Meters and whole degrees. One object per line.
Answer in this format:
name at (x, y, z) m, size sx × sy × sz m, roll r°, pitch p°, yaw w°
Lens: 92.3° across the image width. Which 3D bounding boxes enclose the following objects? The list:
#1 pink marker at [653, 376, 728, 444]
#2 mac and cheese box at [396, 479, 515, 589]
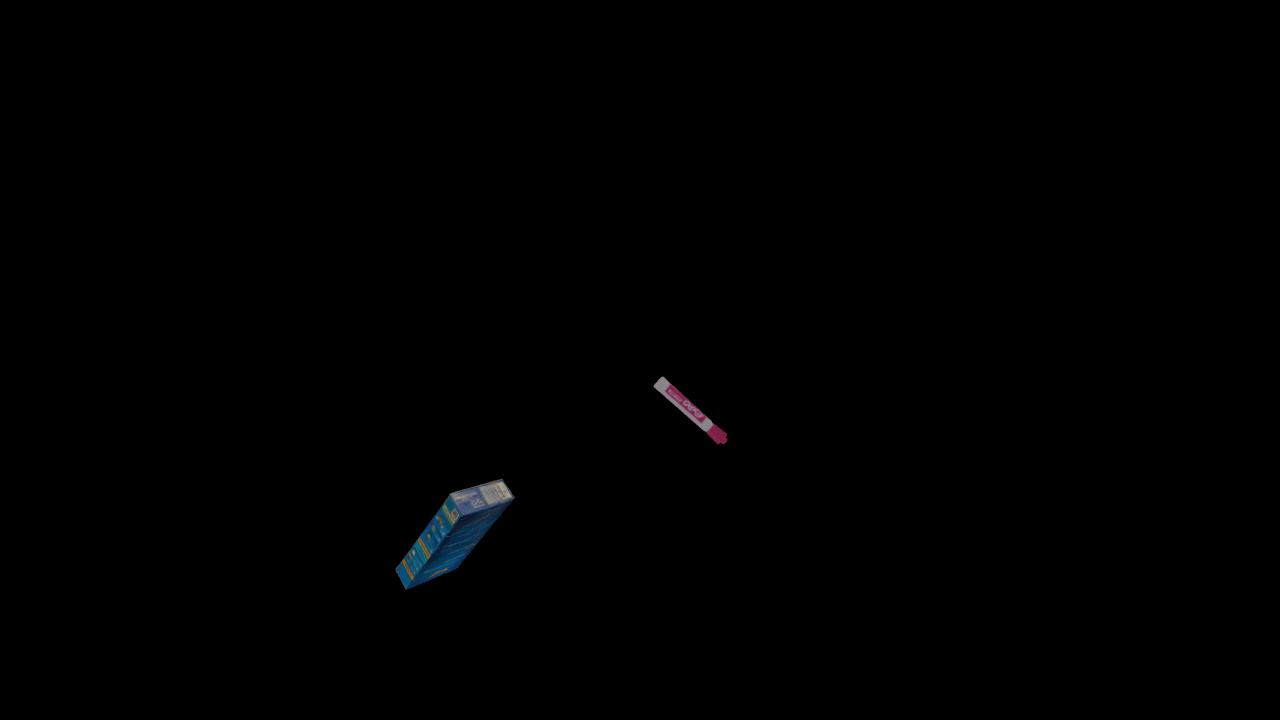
pink marker at (0.068, 0.068, 0.813) m, size 0.121 × 0.020 × 0.020 m, roll 42°, pitch -1°, yaw -1°
mac and cheese box at (-0.257, 0.241, 0.852) m, size 0.184 × 0.041 × 0.093 m, roll -50°, pitch -22°, yaw 27°
